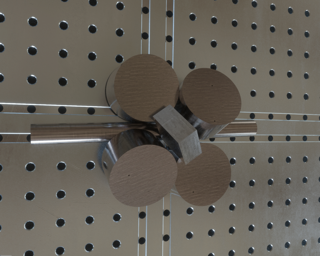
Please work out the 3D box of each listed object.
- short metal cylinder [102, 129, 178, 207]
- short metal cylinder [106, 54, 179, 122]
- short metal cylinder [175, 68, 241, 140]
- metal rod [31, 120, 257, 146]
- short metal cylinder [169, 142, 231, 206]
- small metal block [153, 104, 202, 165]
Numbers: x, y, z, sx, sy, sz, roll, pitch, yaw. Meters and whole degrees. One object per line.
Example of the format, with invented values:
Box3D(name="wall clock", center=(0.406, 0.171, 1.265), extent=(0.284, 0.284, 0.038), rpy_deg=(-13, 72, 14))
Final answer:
Box3D(name="short metal cylinder", center=(-0.026, 0.047, 0.373), extent=(0.081, 0.050, 0.079), rpy_deg=(-8, 113, -18))
Box3D(name="short metal cylinder", center=(-0.023, -0.047, 0.387), extent=(0.081, 0.050, 0.079), rpy_deg=(0, 90, -20))
Box3D(name="short metal cylinder", center=(0.057, -0.030, 0.403), extent=(0.081, 0.050, 0.080), rpy_deg=(8, 64, -16))
Box3D(name="metal rod", center=(-0.006, 0.004, 0.406), extent=(0.303, 0.025, 0.025), rpy_deg=(-2, 91, -20))
Box3D(name="short metal cylinder", center=(0.046, 0.058, 0.413), extent=(0.081, 0.050, 0.079), rpy_deg=(0, 90, -20))
Box3D(name="small metal block", center=(0.021, 0.008, 0.365), extent=(0.025, 0.050, 0.050), rpy_deg=(-36, 144, -11))
